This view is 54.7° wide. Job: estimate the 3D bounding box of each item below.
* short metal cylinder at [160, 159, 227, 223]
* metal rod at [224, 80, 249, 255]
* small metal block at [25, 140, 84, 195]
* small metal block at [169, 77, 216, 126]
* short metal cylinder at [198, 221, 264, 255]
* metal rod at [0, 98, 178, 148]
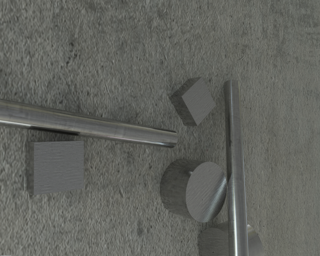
[{"bbox_3d":[0.047,0.084,0.428,0.081,0.050,0.079,0,90,-40],"label":"short metal cylinder"},{"bbox_3d":[0.108,0.064,0.443,0.025,0.025,0.299,24,59,-38],"label":"metal rod"},{"bbox_3d":[-0.107,0.038,0.315,0.050,0.025,0.050,0,90,-40],"label":"small metal block"},{"bbox_3d":[0.048,-0.038,0.445,0.050,0.025,0.050,-46,118,-30],"label":"small metal block"},{"bbox_3d":[0.103,0.181,0.456,0.050,0.080,0.079,-5,93,-40],"label":"short metal cylinder"},{"bbox_3d":[-0.099,-0.006,0.321,0.302,0.025,0.025,10,84,-40],"label":"metal rod"}]
